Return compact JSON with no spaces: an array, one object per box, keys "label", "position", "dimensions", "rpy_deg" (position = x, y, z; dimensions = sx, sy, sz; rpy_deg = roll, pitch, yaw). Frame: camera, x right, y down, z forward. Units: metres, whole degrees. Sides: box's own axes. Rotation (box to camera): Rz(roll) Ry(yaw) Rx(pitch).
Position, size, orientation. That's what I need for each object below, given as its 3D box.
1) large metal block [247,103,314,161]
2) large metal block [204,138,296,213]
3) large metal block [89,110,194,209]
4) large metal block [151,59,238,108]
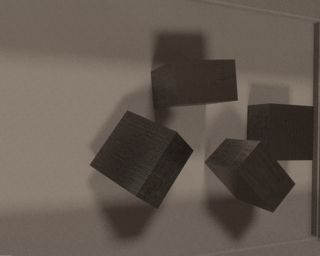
[{"label":"large metal block","position":[0.180,0.006,0.466],"dimensions":[0.081,0.050,0.079],"rpy_deg":[2,90,-20]},{"label":"large metal block","position":[0.121,0.062,0.428],"dimensions":[0.050,0.080,0.080],"rpy_deg":[-46,105,-14]},{"label":"large metal block","position":[-0.021,0.035,0.367],"dimensions":[0.080,0.080,0.050],"rpy_deg":[-57,142,-11]},{"label":"large metal block","position":[0.041,-0.055,0.398],"dimensions":[0.081,0.080,0.050],"rpy_deg":[-5,92,-20]}]
